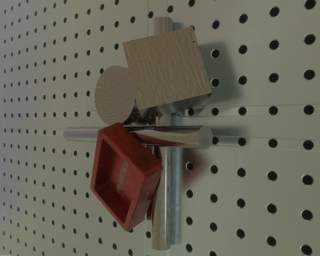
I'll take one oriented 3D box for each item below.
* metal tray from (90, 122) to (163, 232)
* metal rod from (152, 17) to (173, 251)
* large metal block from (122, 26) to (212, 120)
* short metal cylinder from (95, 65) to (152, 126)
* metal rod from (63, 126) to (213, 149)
[{"bbox_3d":[-0.050,0.068,0.414,0.090,0.030,0.129,42,137,25],"label":"metal tray"},{"bbox_3d":[0.003,0.008,0.407,0.025,0.025,0.298,1,91,40],"label":"metal rod"},{"bbox_3d":[0.008,-0.061,0.361,0.080,0.050,0.080,-14,79,-1],"label":"large metal block"},{"bbox_3d":[-0.045,-0.043,0.430,0.080,0.050,0.079,0,90,40],"label":"short metal cylinder"},{"bbox_3d":[-0.055,0.010,0.433,0.300,0.025,0.025,0,90,47],"label":"metal rod"}]
